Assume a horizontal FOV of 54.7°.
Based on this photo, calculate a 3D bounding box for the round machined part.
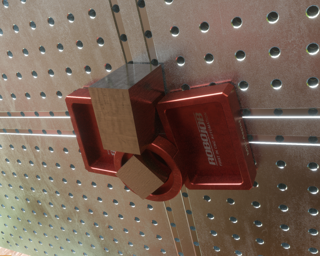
[{"bbox_3d":[-0.009,0.047,0.417,0.098,0.042,0.097,13,124,21],"label":"round machined part"}]

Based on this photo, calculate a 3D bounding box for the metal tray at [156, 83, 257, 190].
[{"bbox_3d":[0.059,0.016,0.381,0.090,0.030,0.129,-7,115,31],"label":"metal tray"}]

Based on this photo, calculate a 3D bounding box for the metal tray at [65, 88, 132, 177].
[{"bbox_3d":[-0.078,0.010,0.450,0.090,0.030,0.129,6,121,25],"label":"metal tray"}]

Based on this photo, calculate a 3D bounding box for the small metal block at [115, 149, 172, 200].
[{"bbox_3d":[-0.022,0.058,0.399,0.050,0.025,0.050,43,129,-2],"label":"small metal block"}]

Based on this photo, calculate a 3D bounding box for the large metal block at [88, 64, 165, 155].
[{"bbox_3d":[-0.033,-0.026,0.372,0.050,0.080,0.079,6,121,25],"label":"large metal block"}]
